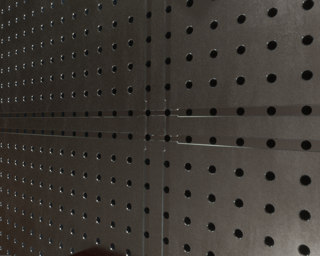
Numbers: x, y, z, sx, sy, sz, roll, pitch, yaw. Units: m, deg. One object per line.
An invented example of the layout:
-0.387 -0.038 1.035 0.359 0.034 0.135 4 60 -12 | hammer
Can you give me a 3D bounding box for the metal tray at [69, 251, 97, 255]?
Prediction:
-0.095 0.253 0.481 0.130 0.030 0.089 -4 88 39 | metal tray
